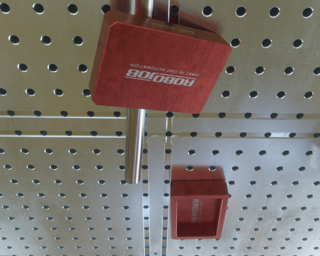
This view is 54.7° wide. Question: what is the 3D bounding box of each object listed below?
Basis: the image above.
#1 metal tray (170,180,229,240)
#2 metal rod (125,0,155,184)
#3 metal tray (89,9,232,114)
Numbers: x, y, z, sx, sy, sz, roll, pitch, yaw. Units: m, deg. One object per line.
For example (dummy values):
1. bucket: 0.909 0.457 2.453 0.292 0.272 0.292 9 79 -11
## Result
1. metal tray: 0.064 0.143 0.530 0.091 0.030 0.129 -1 130 1
2. metal rod: -0.028 -0.036 0.380 0.025 0.025 0.298 4 130 -4
3. metal tray: -0.001 -0.063 0.327 0.131 0.030 0.089 4 128 -25
